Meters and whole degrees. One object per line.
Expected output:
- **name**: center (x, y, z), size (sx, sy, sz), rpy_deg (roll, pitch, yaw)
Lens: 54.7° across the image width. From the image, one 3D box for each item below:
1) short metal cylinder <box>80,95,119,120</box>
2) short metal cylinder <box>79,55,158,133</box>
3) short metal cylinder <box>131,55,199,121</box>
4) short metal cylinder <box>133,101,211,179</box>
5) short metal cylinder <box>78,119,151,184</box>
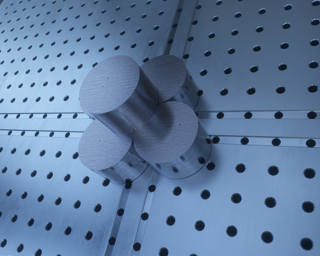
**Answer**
- **short metal cylinder**: center (-0.067, -0.039, 0.449), size (0.080, 0.050, 0.080), rpy_deg (-13, 56, 20)
- **short metal cylinder**: center (-0.049, -0.040, 0.374), size (0.080, 0.050, 0.080), rpy_deg (-12, 58, 20)
- **short metal cylinder**: center (0.007, -0.051, 0.418), size (0.080, 0.050, 0.080), rpy_deg (-13, 56, 20)
- **short metal cylinder**: center (0.016, 0.015, 0.373), size (0.080, 0.050, 0.080), rpy_deg (-13, 56, 20)
- **short metal cylinder**: center (-0.058, 0.026, 0.404), size (0.080, 0.050, 0.080), rpy_deg (-13, 56, 20)
